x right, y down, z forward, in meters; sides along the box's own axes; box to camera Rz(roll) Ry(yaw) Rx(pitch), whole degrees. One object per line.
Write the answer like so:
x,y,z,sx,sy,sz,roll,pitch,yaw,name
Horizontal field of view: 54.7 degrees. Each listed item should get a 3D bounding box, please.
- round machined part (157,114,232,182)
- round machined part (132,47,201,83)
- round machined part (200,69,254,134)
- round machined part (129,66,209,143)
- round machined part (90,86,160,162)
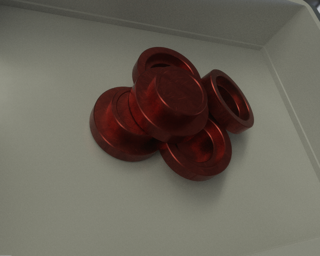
0.040,0.023,0.402,0.099,0.042,0.098,14,56,-21,round machined part
0.007,-0.063,0.436,0.099,0.042,0.098,14,56,-21,round machined part
0.089,-0.033,0.449,0.098,0.042,0.098,32,39,-31,round machined part
0.017,-0.034,0.368,0.099,0.042,0.098,14,56,-21,round machined part
-0.033,-0.012,0.381,0.099,0.042,0.098,14,56,-21,round machined part
